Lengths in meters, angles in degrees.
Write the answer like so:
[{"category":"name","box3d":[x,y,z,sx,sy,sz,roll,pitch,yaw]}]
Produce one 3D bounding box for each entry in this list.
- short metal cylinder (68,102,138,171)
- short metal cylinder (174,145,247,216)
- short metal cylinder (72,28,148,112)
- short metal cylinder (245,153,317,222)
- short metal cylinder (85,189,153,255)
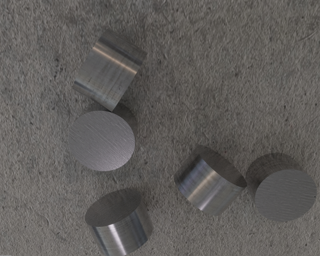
[{"category":"short metal cylinder","box3d":[-0.071,0.008,0.399,0.081,0.050,0.079,0,110,0]},{"category":"short metal cylinder","box3d":[0.065,0.067,0.406,0.080,0.080,0.050,33,107,-12]},{"category":"short metal cylinder","box3d":[-0.057,-0.066,0.356,0.050,0.080,0.080,31,107,-11]},{"category":"short metal cylinder","box3d":[0.164,0.081,0.427,0.081,0.050,0.079,0,110,0]},{"category":"short metal cylinder","box3d":[-0.056,0.128,0.427,0.080,0.080,0.050,-17,109,6]}]
